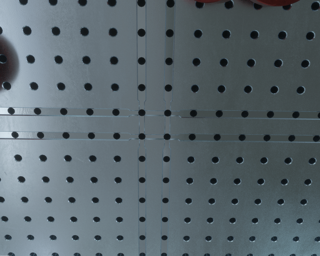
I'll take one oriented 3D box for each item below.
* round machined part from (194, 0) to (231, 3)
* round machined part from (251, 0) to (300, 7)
[{"bbox_3d":[0.050,-0.179,0.313,0.098,0.042,0.097,14,114,35],"label":"round machined part"},{"bbox_3d":[0.127,-0.185,0.338,0.099,0.042,0.097,0,110,-1],"label":"round machined part"}]
